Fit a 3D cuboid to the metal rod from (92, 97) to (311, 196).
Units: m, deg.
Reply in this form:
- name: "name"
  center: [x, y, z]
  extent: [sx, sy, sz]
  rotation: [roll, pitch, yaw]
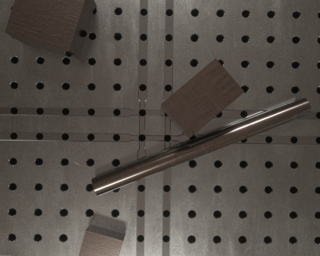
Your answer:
- name: "metal rod"
  center: [0.055, 0.024, 0.414]
  extent: [0.301, 0.025, 0.025]
  rotation: [-21, 90, -1]

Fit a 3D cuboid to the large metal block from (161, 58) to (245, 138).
- name: "large metal block"
  center: [0.048, -0.034, 0.387]
  extent: [0.080, 0.080, 0.050]
  rotation: [-40, 91, 0]

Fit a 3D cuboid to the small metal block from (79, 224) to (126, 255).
- name: "small metal block"
  center: [-0.079, 0.163, 0.413]
  extent: [0.050, 0.025, 0.050]
  rotation: [16, 90, -1]

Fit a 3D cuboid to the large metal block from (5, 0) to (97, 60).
- name: "large metal block"
  center: [-0.137, -0.142, 0.399]
  extent: [0.080, 0.050, 0.080]
  rotation: [17, 90, -1]
